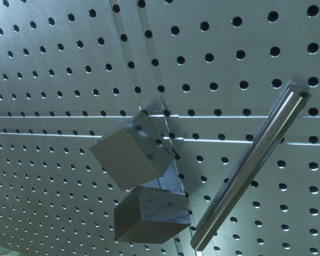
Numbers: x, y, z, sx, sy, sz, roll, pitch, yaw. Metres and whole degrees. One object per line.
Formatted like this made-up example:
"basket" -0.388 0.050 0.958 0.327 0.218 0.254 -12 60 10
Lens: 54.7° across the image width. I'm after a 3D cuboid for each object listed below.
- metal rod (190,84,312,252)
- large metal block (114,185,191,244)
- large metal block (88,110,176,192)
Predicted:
"metal rod" 0.101 0.074 0.403 0.025 0.025 0.298 28 128 10
"large metal block" -0.014 0.131 0.459 0.081 0.050 0.080 15 136 -28
"large metal block" -0.039 0.034 0.437 0.080 0.050 0.080 -28 103 37
